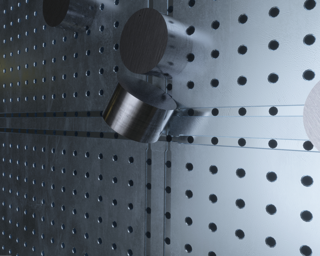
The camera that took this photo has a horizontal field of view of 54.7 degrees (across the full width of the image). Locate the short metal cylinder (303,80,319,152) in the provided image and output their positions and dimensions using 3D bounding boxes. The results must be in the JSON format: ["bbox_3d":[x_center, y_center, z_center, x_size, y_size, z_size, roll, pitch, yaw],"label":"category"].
[{"bbox_3d":[0.168,-0.010,0.255,0.080,0.050,0.079,0,90,40],"label":"short metal cylinder"}]

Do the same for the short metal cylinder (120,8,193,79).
[{"bbox_3d":[-0.006,-0.106,0.398,0.080,0.050,0.079,0,90,40],"label":"short metal cylinder"}]

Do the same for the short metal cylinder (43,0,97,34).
[{"bbox_3d":[-0.152,-0.204,0.519,0.080,0.050,0.079,0,90,40],"label":"short metal cylinder"}]

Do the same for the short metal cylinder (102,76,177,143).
[{"bbox_3d":[-0.026,-0.025,0.395,0.080,0.081,0.050,43,116,31],"label":"short metal cylinder"}]
